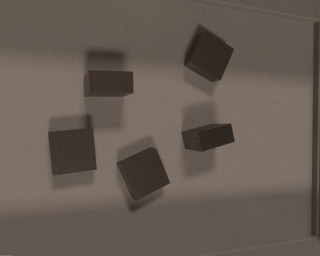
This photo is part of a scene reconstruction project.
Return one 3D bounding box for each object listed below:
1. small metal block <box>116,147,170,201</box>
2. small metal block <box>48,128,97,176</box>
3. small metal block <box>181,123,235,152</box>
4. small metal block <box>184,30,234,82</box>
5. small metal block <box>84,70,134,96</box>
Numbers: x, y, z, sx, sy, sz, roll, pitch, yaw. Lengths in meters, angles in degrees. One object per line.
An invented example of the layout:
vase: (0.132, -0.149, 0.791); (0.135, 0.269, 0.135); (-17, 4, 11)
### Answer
small metal block: (-0.022, 0.059, 0.404); (0.050, 0.025, 0.050); (-24, 98, -19)
small metal block: (-0.105, 0.027, 0.372); (0.050, 0.025, 0.050); (-6, 92, -20)
small metal block: (0.065, 0.012, 0.423); (0.050, 0.050, 0.025); (-15, 95, -20)
small metal block: (0.069, -0.100, 0.437); (0.050, 0.025, 0.050); (27, 81, -19)
small metal block: (-0.063, -0.053, 0.374); (0.050, 0.050, 0.025); (-2, 91, -20)
